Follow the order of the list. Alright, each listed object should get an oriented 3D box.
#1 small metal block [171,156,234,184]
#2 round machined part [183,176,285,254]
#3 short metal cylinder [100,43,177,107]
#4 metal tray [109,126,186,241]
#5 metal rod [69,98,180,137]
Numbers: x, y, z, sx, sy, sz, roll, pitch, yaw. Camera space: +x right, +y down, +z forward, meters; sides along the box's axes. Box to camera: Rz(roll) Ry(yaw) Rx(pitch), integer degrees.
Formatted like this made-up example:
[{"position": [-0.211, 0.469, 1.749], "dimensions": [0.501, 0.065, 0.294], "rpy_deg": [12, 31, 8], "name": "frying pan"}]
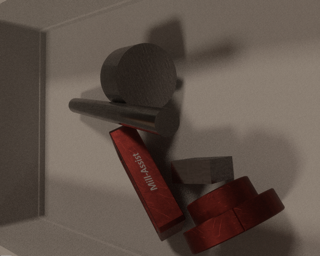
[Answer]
[{"position": [0.048, 0.047, 0.349], "dimensions": [0.050, 0.050, 0.025], "rpy_deg": [-7, 86, 39], "name": "small metal block"}, {"position": [0.066, 0.081, 0.303], "dimensions": [0.098, 0.099, 0.042], "rpy_deg": [-40, 67, 32], "name": "round machined part"}, {"position": [-0.027, -0.062, 0.383], "dimensions": [0.050, 0.081, 0.079], "rpy_deg": [14, 99, 58], "name": "short metal cylinder"}, {"position": [-0.016, 0.067, 0.378], "dimensions": [0.130, 0.030, 0.090], "rpy_deg": [59, 168, 23], "name": "metal tray"}, {"position": [-0.068, -0.021, 0.394], "dimensions": [0.300, 0.025, 0.025], "rpy_deg": [13, 99, 60], "name": "metal rod"}]
